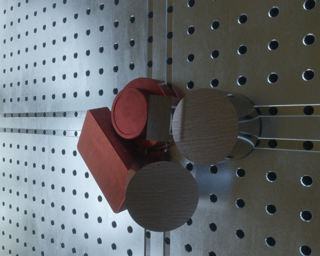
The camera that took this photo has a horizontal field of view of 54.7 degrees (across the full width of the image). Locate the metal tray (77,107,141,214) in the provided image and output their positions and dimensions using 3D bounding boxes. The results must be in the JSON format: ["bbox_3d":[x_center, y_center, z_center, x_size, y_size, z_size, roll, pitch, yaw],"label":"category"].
[{"bbox_3d":[-0.071,0.044,0.445,0.130,0.030,0.089,53,136,26],"label":"metal tray"}]

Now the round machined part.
[{"bbox_3d":[-0.028,-0.019,0.415,0.098,0.042,0.097,0,90,40],"label":"round machined part"}]

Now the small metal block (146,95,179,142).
[{"bbox_3d":[0.004,-0.011,0.360,0.025,0.050,0.050,5,93,12],"label":"small metal block"}]

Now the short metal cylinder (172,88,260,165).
[{"bbox_3d":[0.060,-0.002,0.339,0.080,0.050,0.079,0,90,40],"label":"short metal cylinder"}]

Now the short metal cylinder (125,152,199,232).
[{"bbox_3d":[0.000,0.072,0.360,0.050,0.081,0.079,-132,49,-80],"label":"short metal cylinder"}]
